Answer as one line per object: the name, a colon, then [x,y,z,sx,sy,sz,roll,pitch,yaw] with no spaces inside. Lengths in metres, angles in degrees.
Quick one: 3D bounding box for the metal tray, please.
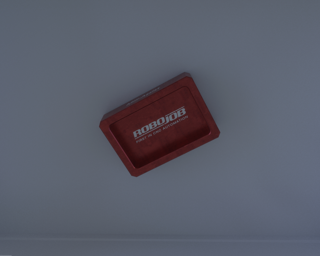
metal tray: [0.000,-0.003,0.404,0.130,0.030,0.090,-27,108,9]
